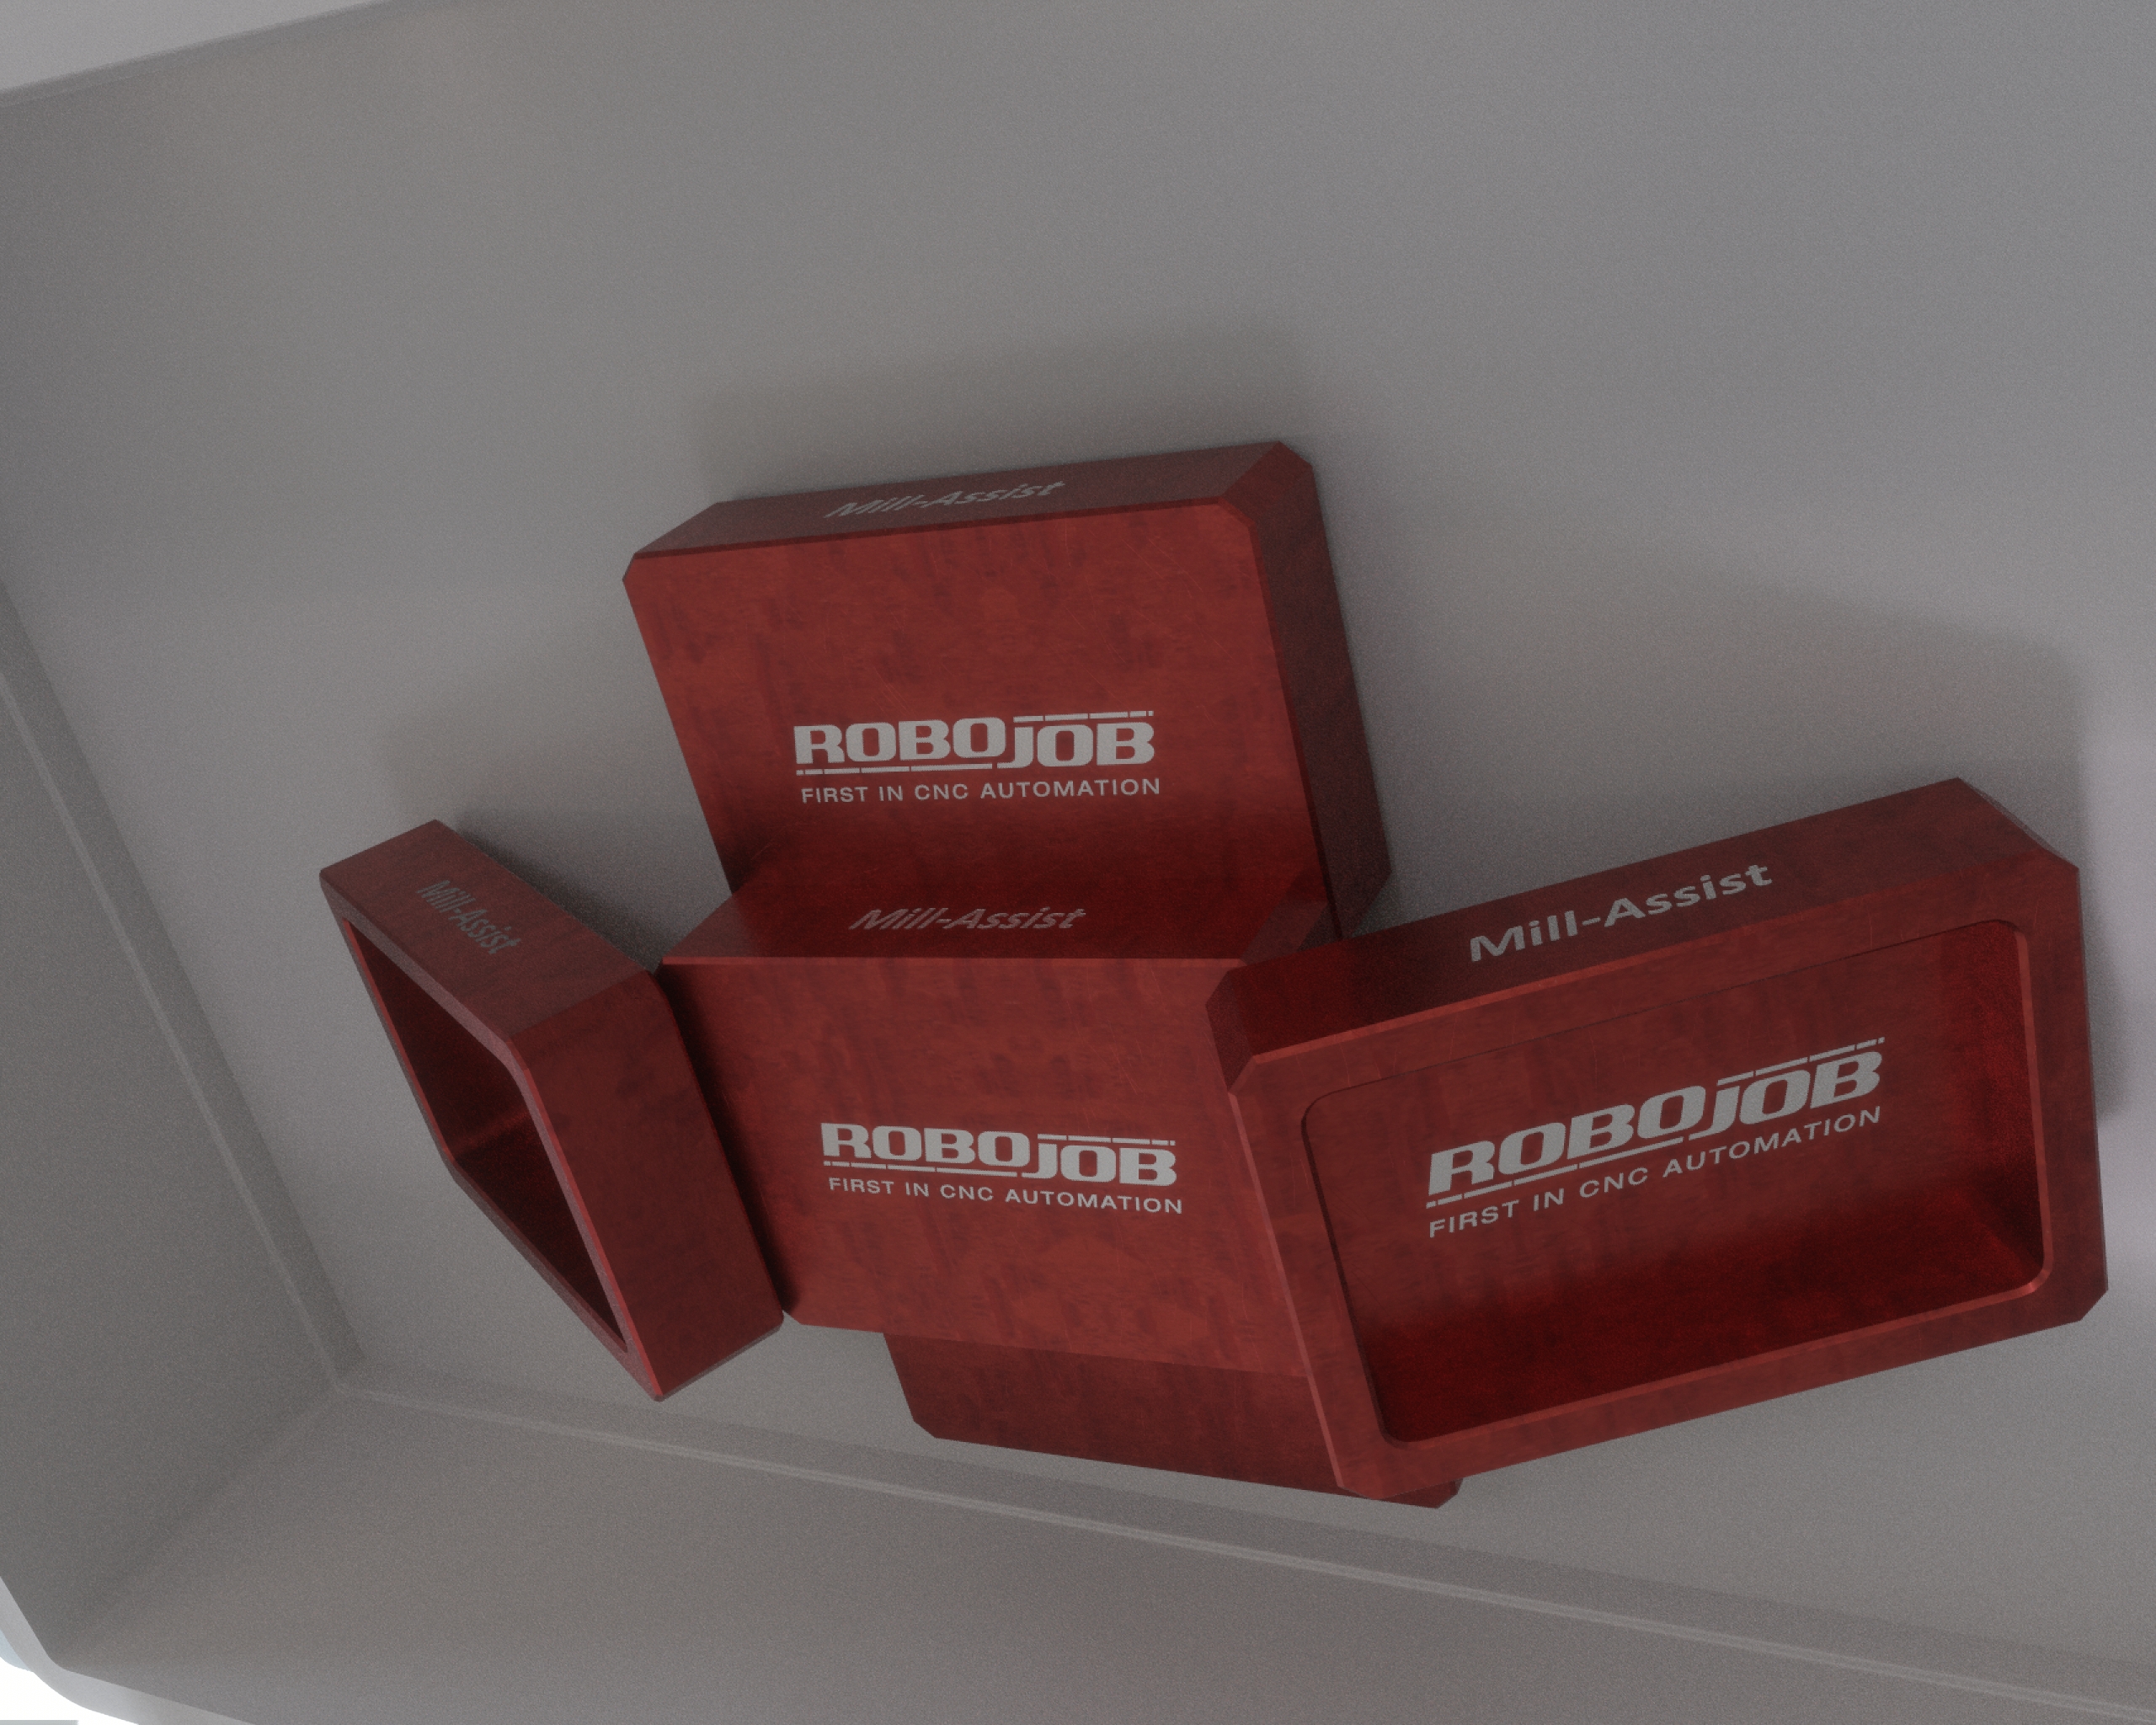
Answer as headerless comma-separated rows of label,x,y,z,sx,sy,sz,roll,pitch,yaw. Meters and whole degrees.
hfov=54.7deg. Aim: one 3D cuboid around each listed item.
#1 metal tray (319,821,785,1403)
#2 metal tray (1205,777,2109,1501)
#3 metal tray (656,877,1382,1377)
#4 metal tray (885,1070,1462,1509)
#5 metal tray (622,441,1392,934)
metal tray,-0.118,0.050,0.457,0.130,0.030,0.089,24,135,51
metal tray,0.095,0.047,0.342,0.131,0.030,0.089,-15,115,2
metal tray,-0.010,0.050,0.400,0.130,0.030,0.089,-1,118,28
metal tray,0.016,0.087,0.447,0.130,0.030,0.089,-1,118,28
metal tray,-0.014,-0.026,0.393,0.130,0.030,0.089,-1,118,28
